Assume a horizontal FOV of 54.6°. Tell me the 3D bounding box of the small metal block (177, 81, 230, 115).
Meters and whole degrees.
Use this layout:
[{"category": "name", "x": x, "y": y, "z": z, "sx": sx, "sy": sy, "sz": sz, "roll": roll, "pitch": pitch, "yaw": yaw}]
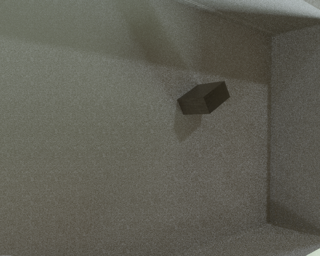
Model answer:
[{"category": "small metal block", "x": 0.062, "y": -0.042, "z": 0.441, "sx": 0.050, "sy": 0.050, "sz": 0.025, "roll": -37, "pitch": 113, "yaw": -34}]
